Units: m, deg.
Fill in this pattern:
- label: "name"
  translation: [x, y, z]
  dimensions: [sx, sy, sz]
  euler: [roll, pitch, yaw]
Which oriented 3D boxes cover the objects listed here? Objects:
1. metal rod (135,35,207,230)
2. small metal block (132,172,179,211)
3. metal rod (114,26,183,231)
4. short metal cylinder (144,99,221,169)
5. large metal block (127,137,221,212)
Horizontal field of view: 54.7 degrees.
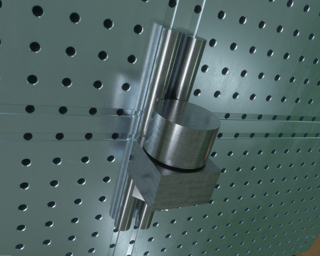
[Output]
- label: "metal rod"
  translation: [0.008, 0.022, 0.433]
  dimensions: [0.025, 0.025, 0.298]
  euler: [1, 118, -29]
- label: "small metal block"
  translation: [-0.002, 0.077, 0.414]
  dimensions: [0.050, 0.050, 0.025]
  euler: [-46, 154, -63]
- label: "metal rod"
  translation: [-0.022, 0.018, 0.414]
  dimensions: [0.025, 0.025, 0.298]
  euler: [1, 118, -29]
- label: "short metal cylinder"
  translation: [0.025, 0.005, 0.367]
  dimensions: [0.081, 0.080, 0.050]
  euler: [1, 118, -29]
- label: "large metal block"
  translation: [0.014, 0.053, 0.385]
  dimensions: [0.081, 0.080, 0.050]
  euler: [0, 118, -29]
